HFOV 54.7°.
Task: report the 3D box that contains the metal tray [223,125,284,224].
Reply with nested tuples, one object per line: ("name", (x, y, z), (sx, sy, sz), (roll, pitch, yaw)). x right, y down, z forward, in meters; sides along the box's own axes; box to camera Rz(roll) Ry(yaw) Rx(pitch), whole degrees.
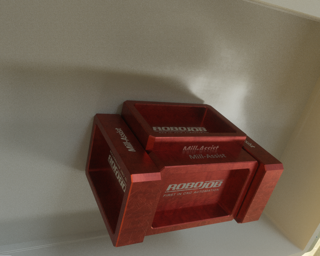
("metal tray", (0.096, 0.052, 0.422), (0.030, 0.130, 0.089), (1, 119, -29))

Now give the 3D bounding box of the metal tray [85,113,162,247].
("metal tray", (-0.048, 0.051, 0.344), (0.030, 0.130, 0.089), (0, 119, -29))

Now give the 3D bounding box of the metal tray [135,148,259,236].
("metal tray", (0.041, 0.070, 0.352), (0.131, 0.030, 0.089), (1, 118, -29))

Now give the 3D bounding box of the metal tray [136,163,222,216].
("metal tray", (0.006, 0.079, 0.415), (0.131, 0.090, 0.030), (0, 118, -29))

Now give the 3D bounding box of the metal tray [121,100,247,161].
("metal tray", (0.027, 0.001, 0.378), (0.131, 0.090, 0.030), (0, 119, -28))
